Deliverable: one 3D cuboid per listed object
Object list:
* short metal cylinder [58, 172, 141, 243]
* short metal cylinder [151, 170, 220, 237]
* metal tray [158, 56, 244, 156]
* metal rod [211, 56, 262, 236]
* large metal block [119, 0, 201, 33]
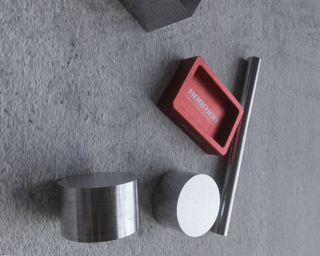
[{"bbox_3d":[-0.061,0.077,0.318,0.081,0.080,0.050,-4,93,-40],"label":"short metal cylinder"},{"bbox_3d":[0.035,0.099,0.418,0.081,0.050,0.080,0,90,-40],"label":"short metal cylinder"},{"bbox_3d":[0.065,-0.029,0.455,0.130,0.030,0.090,42,65,-32],"label":"metal tray"},{"bbox_3d":[0.128,0.023,0.511,0.025,0.025,0.299,24,75,-38],"label":"metal rod"},{"bbox_3d":[-0.005,-0.168,0.364,0.080,0.080,0.050,42,65,-32],"label":"large metal block"}]
